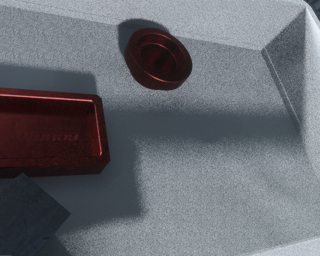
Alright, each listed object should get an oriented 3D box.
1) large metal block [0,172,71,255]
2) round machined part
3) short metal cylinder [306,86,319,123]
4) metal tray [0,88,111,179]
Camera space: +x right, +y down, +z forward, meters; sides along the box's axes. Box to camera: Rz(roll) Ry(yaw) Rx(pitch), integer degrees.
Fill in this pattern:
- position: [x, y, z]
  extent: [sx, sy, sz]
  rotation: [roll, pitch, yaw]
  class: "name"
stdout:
- position: [-0.125, 0.093, 0.247]
  extent: [0.050, 0.080, 0.080]
  rotation: [41, 51, -1]
  class: "large metal block"
- position: [-0.006, -0.094, 0.451]
  extent: [0.099, 0.042, 0.098]
  rotation: [14, 56, -21]
  class: "round machined part"
- position: [0.336, -0.048, 0.606]
  extent: [0.081, 0.050, 0.080]
  rotation: [14, 56, -21]
  class: "short metal cylinder"
- position: [-0.125, 0.005, 0.332]
  extent: [0.131, 0.030, 0.090]
  rotation: [2, 61, -28]
  class: "metal tray"
